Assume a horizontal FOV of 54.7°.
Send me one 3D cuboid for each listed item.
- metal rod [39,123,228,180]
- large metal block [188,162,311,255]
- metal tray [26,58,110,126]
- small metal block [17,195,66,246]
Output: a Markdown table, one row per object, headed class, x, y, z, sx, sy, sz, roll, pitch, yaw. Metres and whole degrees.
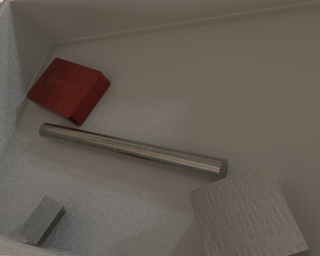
| class | x | y | z | sx | sy | sz | roll | pitch | yaw |
| --- | --- | --- | --- | --- | --- | --- | --- | --- | --- |
| metal rod | -0.057 | 0.025 | 0.418 | 0.300 | 0.025 | 0.025 | 10 | 67 | 31 |
| large metal block | 0.082 | 0.090 | 0.291 | 0.080 | 0.050 | 0.080 | -24 | 53 | 13 |
| metal tray | -0.157 | -0.064 | 0.522 | 0.130 | 0.030 | 0.090 | 22 | 73 | 35 |
| small metal block | -0.144 | 0.116 | 0.384 | 0.025 | 0.050 | 0.050 | 31 | 64 | 1 |
